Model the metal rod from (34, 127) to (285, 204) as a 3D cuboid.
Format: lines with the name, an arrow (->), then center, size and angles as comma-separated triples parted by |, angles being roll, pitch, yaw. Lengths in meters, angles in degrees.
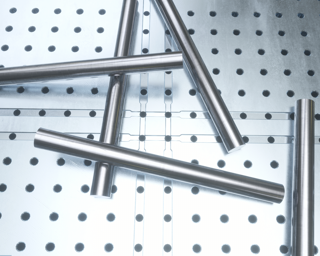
metal rod -> 0.002, 0.047, 0.376 | 0.302, 0.025, 0.025 | 14, 71, -3

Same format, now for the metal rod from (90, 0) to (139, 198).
metal rod -> -0.059, -0.055, 0.431 | 0.025, 0.025, 0.299 | 5, 70, 1

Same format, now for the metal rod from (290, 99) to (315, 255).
metal rod -> 0.173, 0.104, 0.375 | 0.025, 0.025, 0.299 | 10, 70, 3

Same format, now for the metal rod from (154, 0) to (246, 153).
metal rod -> 0.045, -0.104, 0.450 | 0.025, 0.025, 0.299 | -20, 71, -8

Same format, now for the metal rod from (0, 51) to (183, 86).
metal rod -> -0.120, -0.078, 0.419 | 0.302, 0.025, 0.025 | -4, 70, 6
